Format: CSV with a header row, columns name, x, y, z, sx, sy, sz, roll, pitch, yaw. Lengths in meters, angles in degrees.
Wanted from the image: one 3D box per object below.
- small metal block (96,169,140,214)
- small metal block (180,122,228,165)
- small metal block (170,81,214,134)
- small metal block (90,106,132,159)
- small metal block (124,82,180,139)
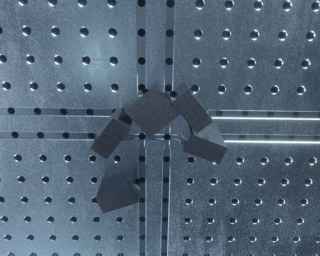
name,x,y,z,sx,sy,sz,roll,pitch,yaw
small metal block,-0.057,0.087,0.431,0.050,0.050,0.025,-19,109,6
small metal block,0.056,0.018,0.408,0.050,0.050,0.025,21,109,-8
small metal block,0.039,-0.027,0.391,0.025,0.050,0.050,-37,106,12
small metal block,-0.061,0.005,0.401,0.025,0.050,0.050,36,106,-13
small metal block,-0.010,-0.023,0.405,0.050,0.025,0.050,-38,106,12
